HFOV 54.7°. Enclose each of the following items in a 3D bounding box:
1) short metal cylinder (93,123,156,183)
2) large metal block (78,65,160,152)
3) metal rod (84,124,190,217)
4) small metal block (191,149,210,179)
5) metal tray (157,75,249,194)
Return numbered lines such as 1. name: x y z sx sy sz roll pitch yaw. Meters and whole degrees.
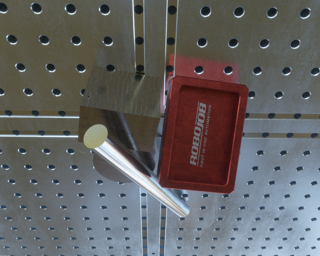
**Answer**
1. short metal cylinder: -0.046 0.029 0.420 0.081 0.050 0.079 0 130 0
2. large metal block: -0.044 -0.023 0.355 0.081 0.080 0.050 9 130 -8
3. metal rod: -0.010 0.075 0.411 0.025 0.025 0.300 -16 148 13
4. small metal block: 0.054 0.032 0.424 0.025 0.050 0.050 -29 125 22
5. metal tray: 0.049 0.008 0.370 0.091 0.030 0.129 7 94 -7
